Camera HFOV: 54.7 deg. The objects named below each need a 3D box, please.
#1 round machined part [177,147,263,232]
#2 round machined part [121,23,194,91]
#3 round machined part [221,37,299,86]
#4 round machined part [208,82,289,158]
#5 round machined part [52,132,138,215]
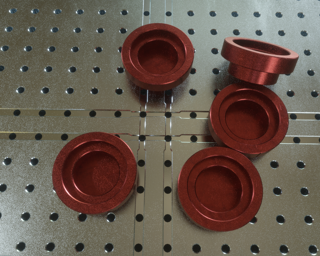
[{"bbox_3d":[0.070,0.075,0.376,0.099,0.042,0.098,0,70,-1],"label":"round machined part"},{"bbox_3d":[-0.003,-0.095,0.438,0.099,0.042,0.098,0,70,-1],"label":"round machined part"},{"bbox_3d":[0.130,-0.090,0.419,0.099,0.042,0.098,9,28,-4],"label":"round machined part"},{"bbox_3d":[0.112,-0.008,0.407,0.099,0.042,0.098,0,70,-1],"label":"round machined part"},{"bbox_3d":[-0.076,0.057,0.381,0.099,0.042,0.098,0,70,-1],"label":"round machined part"}]
